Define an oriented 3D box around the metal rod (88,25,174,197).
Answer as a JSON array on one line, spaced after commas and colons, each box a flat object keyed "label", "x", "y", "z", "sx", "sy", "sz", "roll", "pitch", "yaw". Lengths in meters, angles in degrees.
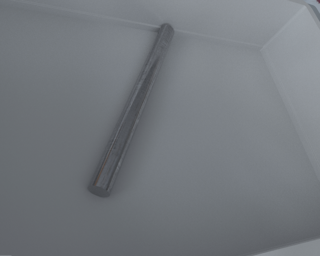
[{"label": "metal rod", "x": -0.027, "y": -0.046, "z": 0.420, "sx": 0.025, "sy": 0.025, "sz": 0.300, "roll": 28, "pitch": 52, "yaw": -12}]
